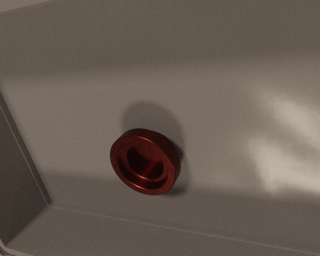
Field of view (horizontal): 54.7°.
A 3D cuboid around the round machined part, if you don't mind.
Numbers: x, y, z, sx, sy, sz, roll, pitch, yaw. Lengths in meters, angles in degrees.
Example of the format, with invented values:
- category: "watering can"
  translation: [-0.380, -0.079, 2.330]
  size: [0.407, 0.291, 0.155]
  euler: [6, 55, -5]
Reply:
- category: "round machined part"
  translation: [-0.017, 0.042, 0.431]
  size: [0.098, 0.042, 0.097]
  euler: [13, 124, 20]
